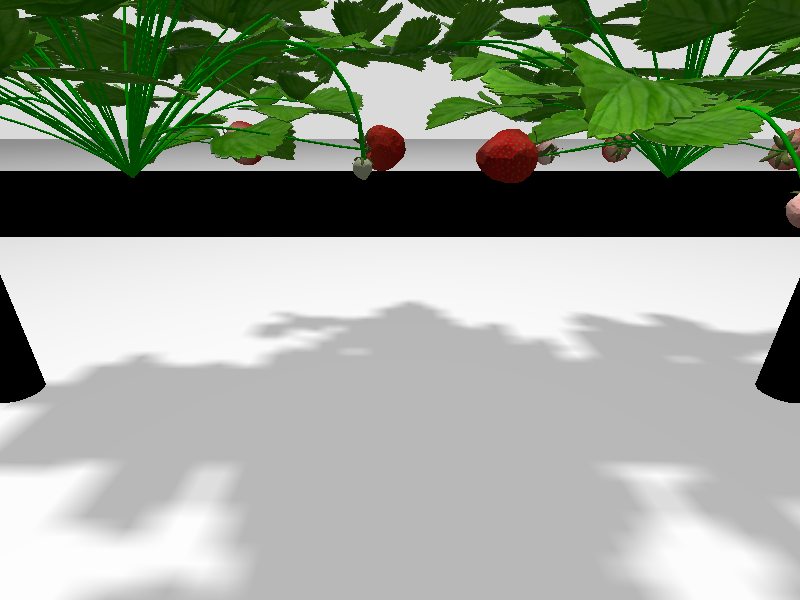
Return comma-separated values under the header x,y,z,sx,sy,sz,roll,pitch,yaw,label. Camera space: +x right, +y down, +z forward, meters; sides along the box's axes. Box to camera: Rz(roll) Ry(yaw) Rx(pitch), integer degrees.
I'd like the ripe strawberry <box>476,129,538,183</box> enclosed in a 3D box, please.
x,y,z,sx,sy,sz,roll,pitch,yaw,label
0.075,-0.103,0.286,0.042,0.036,0.042,-8,24,-16,ripe strawberry

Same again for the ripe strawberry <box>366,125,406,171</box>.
x,y,z,sx,sy,sz,roll,pitch,yaw,label
-0.013,-0.142,0.376,0.039,0.040,0.035,-5,24,-13,ripe strawberry

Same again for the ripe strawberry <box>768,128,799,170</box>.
x,y,z,sx,sy,sz,roll,pitch,yaw,label
0.374,-0.142,0.379,0.036,0.037,0.033,-8,24,-19,ripe strawberry

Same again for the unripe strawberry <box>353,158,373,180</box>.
x,y,z,sx,sy,sz,roll,pitch,yaw,label
-0.021,-0.074,0.226,0.011,0.011,0.011,12,26,27,unripe strawberry

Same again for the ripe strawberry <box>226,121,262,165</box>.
x,y,z,sx,sy,sz,roll,pitch,yaw,label
-0.174,-0.180,0.462,0.045,0.047,0.049,8,24,17,ripe strawberry

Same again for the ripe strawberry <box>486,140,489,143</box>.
x,y,z,sx,sy,sz,roll,pitch,yaw,label
0.119,-0.194,0.514,0.027,0.028,0.029,-12,25,-26,ripe strawberry

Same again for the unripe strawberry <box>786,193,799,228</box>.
x,y,z,sx,sy,sz,roll,pitch,yaw,label
0.160,-0.034,0.152,0.019,0.017,0.017,7,37,17,unripe strawberry

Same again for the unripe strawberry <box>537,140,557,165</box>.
x,y,z,sx,sy,sz,roll,pitch,yaw,label
0.162,-0.165,0.447,0.022,0.025,0.024,-11,25,-25,unripe strawberry

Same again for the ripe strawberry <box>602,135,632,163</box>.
x,y,z,sx,sy,sz,roll,pitch,yaw,label
0.256,-0.181,0.473,0.031,0.035,0.033,4,23,10,ripe strawberry
